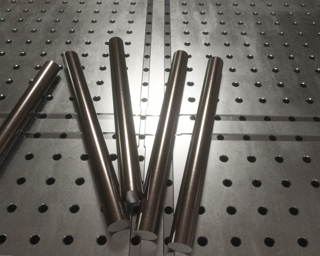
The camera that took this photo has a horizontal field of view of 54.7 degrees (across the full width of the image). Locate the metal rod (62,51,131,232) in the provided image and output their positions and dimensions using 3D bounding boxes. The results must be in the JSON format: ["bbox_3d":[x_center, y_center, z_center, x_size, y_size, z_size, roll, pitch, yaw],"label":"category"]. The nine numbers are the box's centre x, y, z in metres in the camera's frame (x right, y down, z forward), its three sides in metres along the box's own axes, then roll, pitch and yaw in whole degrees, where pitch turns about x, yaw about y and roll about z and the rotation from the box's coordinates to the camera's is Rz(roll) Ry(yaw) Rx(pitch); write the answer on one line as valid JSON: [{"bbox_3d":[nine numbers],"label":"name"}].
[{"bbox_3d":[-0.094,-0.007,0.411,0.025,0.025,0.300,-15,52,-13],"label":"metal rod"}]

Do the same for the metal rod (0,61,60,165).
[{"bbox_3d":[-0.198,0.017,0.390,0.025,0.025,0.300,9,50,7],"label":"metal rod"}]

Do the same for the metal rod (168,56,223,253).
[{"bbox_3d":[0.054,0.007,0.402,0.025,0.025,0.300,11,51,8],"label":"metal rod"}]

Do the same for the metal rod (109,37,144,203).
[{"bbox_3d":[-0.052,-0.036,0.427,0.025,0.025,0.300,-7,48,-6],"label":"metal rod"}]

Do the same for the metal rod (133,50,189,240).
[{"bbox_3d":[0.010,-0.004,0.410,0.025,0.025,0.300,8,50,6],"label":"metal rod"}]
